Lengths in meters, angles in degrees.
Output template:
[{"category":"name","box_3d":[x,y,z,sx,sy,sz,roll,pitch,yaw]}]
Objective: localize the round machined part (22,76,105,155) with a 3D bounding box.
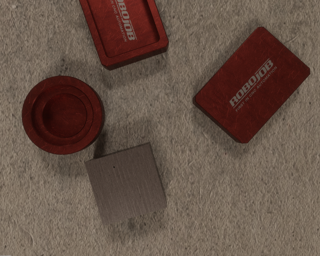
[{"category":"round machined part","box_3d":[-0.120,-0.016,0.400,0.099,0.042,0.097,0,90,-1]}]

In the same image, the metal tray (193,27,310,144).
[{"category":"metal tray","box_3d":[0.118,-0.055,0.409,0.090,0.030,0.130,42,90,-1]}]

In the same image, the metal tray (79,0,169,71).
[{"category":"metal tray","box_3d":[-0.051,-0.151,0.406,0.090,0.030,0.129,-19,90,-1]}]

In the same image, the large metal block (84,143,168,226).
[{"category":"large metal block","box_3d":[-0.041,0.068,0.397,0.080,0.050,0.080,-16,90,-1]}]
